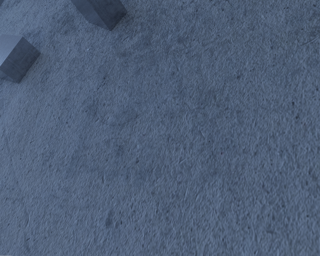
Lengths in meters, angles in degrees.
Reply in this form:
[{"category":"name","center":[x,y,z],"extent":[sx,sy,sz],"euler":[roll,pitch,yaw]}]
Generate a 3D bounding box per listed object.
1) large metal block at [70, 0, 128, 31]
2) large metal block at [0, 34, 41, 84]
[{"category":"large metal block","center":[-0.120,-0.236,0.577],"extent":[0.080,0.080,0.050],"euler":[32,80,38]},{"category":"large metal block","center":[-0.309,-0.144,0.639],"extent":[0.080,0.050,0.080],"euler":[16,70,34]}]
